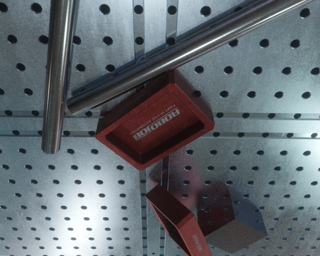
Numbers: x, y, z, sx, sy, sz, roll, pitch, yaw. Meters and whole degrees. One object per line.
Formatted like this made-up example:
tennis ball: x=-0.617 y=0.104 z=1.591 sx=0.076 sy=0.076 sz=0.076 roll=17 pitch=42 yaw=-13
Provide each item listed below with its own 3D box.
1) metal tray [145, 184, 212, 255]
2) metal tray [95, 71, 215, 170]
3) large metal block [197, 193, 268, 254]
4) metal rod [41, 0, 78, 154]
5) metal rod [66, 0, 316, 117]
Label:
metal tray: x=0.031 y=0.159 z=0.505 sx=0.030 sy=0.090 sz=0.130 roll=-38 pitch=130 yaw=-17
metal tray: x=-0.007 y=-0.004 z=0.404 sx=0.130 sy=0.030 sz=0.090 roll=-33 pitch=123 yaw=24
large metal block: x=0.124 y=0.169 z=0.541 sx=0.080 sy=0.050 sz=0.080 roll=32 pitch=123 yaw=-25
metal rod: x=-0.110 y=-0.082 z=0.340 sx=0.025 sy=0.025 sz=0.298 roll=12 pitch=129 yaw=-11
metal rod: x=0.023 y=-0.082 z=0.341 sx=0.300 sy=0.025 sz=0.025 roll=-23 pitch=127 yaw=18
